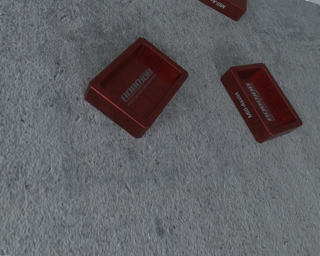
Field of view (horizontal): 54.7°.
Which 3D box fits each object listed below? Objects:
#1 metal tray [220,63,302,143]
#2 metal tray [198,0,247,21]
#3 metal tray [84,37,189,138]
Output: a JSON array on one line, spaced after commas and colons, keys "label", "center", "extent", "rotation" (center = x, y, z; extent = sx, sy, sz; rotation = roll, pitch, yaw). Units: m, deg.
[{"label": "metal tray", "center": [0.169, -0.046, 0.518], "extent": [0.091, 0.030, 0.130], "rotation": [-14, 69, -34]}, {"label": "metal tray", "center": [0.116, -0.284, 0.636], "extent": [0.131, 0.030, 0.090], "rotation": [23, 53, -14]}, {"label": "metal tray", "center": [-0.027, -0.059, 0.421], "extent": [0.090, 0.030, 0.130], "rotation": [38, 51, -3]}]
